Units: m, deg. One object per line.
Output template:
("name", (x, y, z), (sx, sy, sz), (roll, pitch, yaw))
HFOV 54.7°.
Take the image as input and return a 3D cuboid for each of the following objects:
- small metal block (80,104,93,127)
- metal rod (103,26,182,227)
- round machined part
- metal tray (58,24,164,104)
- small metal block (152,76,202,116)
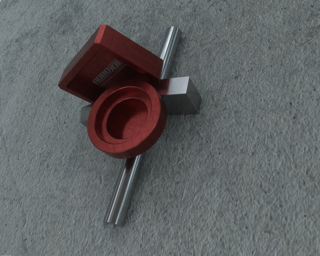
("small metal block", (-0.075, -0.013, 0.435), (0.050, 0.050, 0.025), (-18, 55, 18))
("metal rod", (-0.016, -0.018, 0.424), (0.025, 0.025, 0.300), (2, 63, 29))
("round machined part", (-0.036, -0.008, 0.381), (0.098, 0.042, 0.098), (-11, 61, 20))
("metal tray", (-0.069, -0.071, 0.412), (0.130, 0.090, 0.030), (-26, 45, 50))
("small metal block", (0.021, -0.040, 0.401), (0.050, 0.050, 0.025), (-1, 61, 27))
